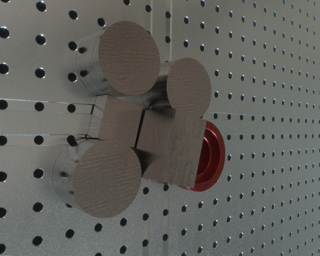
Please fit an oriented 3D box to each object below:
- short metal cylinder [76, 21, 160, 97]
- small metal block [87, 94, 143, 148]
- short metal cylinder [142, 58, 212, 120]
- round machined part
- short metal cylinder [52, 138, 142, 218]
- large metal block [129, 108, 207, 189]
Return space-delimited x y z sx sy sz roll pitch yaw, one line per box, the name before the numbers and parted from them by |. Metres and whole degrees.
short metal cylinder | -0.047 -0.075 0.353 0.081 0.050 0.080 0 90 -40
small metal block | -0.052 -0.007 0.365 0.050 0.025 0.050 19 78 -38
short metal cylinder | 0.023 -0.049 0.411 0.081 0.050 0.080 0 90 -40
round machined part | 0.044 0.037 0.435 0.099 0.042 0.097 0 90 -40
short metal cylinder | -0.067 0.052 0.336 0.081 0.050 0.080 0 90 -40
large metal block | 0.002 0.023 0.371 0.050 0.080 0.080 20 77 -38
